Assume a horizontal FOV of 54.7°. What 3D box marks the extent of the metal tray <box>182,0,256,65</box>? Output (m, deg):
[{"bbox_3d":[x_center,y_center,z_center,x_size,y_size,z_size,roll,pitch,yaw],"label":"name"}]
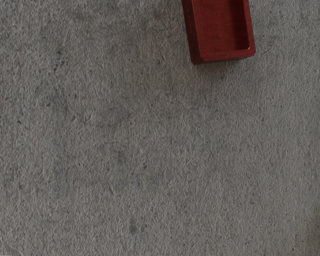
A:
[{"bbox_3d":[0.081,-0.160,0.437,0.091,0.030,0.129,-11,94,-20],"label":"metal tray"}]
